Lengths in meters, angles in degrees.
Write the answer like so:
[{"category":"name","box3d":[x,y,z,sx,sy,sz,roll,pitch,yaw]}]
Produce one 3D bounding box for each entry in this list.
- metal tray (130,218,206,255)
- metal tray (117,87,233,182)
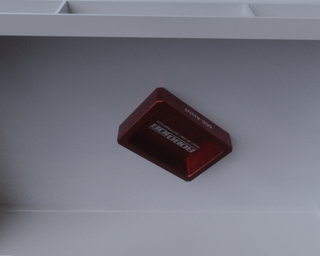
[{"category":"metal tray","box3d":[0.014,0.212,0.549,0.131,0.090,0.030,7,130,-6]},{"category":"metal tray","box3d":[0.021,0.014,0.417,0.130,0.030,0.090,32,123,-25]}]
